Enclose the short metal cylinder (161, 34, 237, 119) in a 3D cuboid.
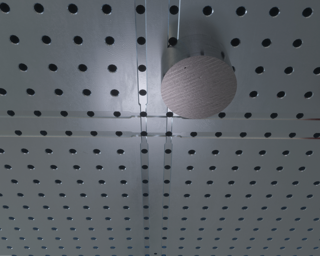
[{"bbox_3d":[0.041,-0.057,0.347,0.081,0.050,0.079,0,130,0],"label":"short metal cylinder"}]
